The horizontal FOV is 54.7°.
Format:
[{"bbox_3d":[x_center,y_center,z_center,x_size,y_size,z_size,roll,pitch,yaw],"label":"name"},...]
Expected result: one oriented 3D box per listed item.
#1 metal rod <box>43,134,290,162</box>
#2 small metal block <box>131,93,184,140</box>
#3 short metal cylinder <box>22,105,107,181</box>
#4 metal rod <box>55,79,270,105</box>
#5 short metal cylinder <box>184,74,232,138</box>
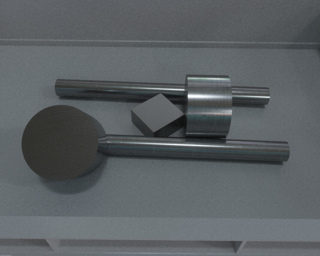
[{"bbox_3d":[0.004,0.023,0.383,0.302,0.025,0.025,2,50,1],"label":"metal rod"},{"bbox_3d":[-0.003,-0.013,0.414,0.050,0.025,0.050,-31,57,-24],"label":"small metal block"},{"bbox_3d":[-0.104,0.018,0.348,0.081,0.050,0.080,0,84,1],"label":"short metal cylinder"},{"bbox_3d":[0.003,-0.052,0.446,0.302,0.025,0.025,3,50,1],"label":"metal rod"},{"bbox_3d":[0.057,-0.027,0.391,0.050,0.080,0.080,1,50,1],"label":"short metal cylinder"}]
